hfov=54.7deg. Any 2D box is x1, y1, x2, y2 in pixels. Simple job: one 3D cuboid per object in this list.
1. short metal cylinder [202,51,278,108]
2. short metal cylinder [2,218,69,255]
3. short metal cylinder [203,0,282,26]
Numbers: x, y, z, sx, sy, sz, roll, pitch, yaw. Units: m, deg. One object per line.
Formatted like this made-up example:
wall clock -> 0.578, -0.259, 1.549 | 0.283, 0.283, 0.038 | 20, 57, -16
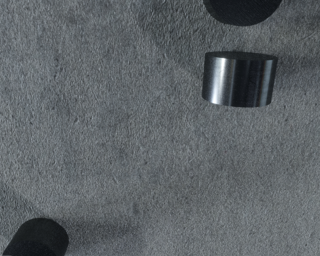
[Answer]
short metal cylinder -> 0.091, -0.059, 0.359 | 0.081, 0.080, 0.050 | 2, 110, -1
short metal cylinder -> -0.183, 0.183, 0.462 | 0.081, 0.050, 0.079 | 0, 110, 0
short metal cylinder -> 0.089, -0.154, 0.340 | 0.081, 0.050, 0.079 | 0, 110, 0
